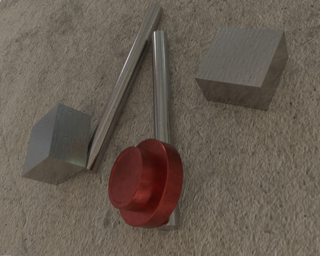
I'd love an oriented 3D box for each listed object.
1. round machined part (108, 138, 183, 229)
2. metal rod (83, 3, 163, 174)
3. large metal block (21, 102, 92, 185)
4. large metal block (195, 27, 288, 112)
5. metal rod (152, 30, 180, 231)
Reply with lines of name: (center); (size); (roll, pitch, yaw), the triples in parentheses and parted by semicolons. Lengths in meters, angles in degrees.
round machined part: (-0.022, 0.058, 0.342); (0.098, 0.042, 0.098); (-32, 47, 44)
metal rod: (-0.053, -0.074, 0.475); (0.025, 0.025, 0.300); (6, 64, 30)
large metal block: (-0.142, 0.024, 0.428); (0.080, 0.050, 0.080); (-31, 48, 38)
large metal block: (0.101, -0.074, 0.379); (0.080, 0.050, 0.080); (15, 69, 33)
metal rod: (0.004, -0.019, 0.412); (0.025, 0.025, 0.299); (-15, 56, 19)
